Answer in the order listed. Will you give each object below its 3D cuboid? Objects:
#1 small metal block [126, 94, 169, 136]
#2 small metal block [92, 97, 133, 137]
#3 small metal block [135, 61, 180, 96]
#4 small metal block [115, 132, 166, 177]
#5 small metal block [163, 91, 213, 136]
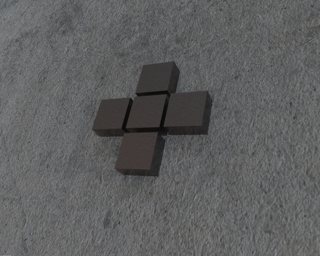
[{"bbox_3d":[-0.013,-0.017,0.421,0.050,0.025,0.050,-2,61,27],"label":"small metal block"},{"bbox_3d":[-0.064,-0.015,0.446,0.050,0.025,0.050,-2,61,27],"label":"small metal block"},{"bbox_3d":[-0.002,-0.066,0.446,0.050,0.025,0.050,-2,61,27],"label":"small metal block"},{"bbox_3d":[-0.024,0.034,0.396,0.050,0.025,0.050,-2,61,27],"label":"small metal block"},{"bbox_3d":[0.037,-0.018,0.396,0.050,0.025,0.050,-2,61,27],"label":"small metal block"}]
